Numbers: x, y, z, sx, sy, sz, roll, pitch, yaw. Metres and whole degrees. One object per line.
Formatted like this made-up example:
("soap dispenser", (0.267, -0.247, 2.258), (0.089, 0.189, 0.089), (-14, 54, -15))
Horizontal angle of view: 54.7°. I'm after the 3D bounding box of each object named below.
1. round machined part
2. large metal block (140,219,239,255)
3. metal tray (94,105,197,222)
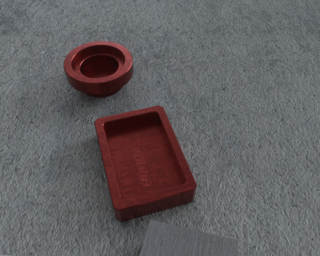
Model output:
("round machined part", (-0.089, -0.084, 0.461), (0.099, 0.042, 0.098), (0, 50, 0))
("large metal block", (0.020, 0.137, 0.272), (0.080, 0.050, 0.080), (11, 51, 9))
("metal tray", (-0.021, 0.036, 0.369), (0.091, 0.030, 0.130), (-13, 51, -11))
